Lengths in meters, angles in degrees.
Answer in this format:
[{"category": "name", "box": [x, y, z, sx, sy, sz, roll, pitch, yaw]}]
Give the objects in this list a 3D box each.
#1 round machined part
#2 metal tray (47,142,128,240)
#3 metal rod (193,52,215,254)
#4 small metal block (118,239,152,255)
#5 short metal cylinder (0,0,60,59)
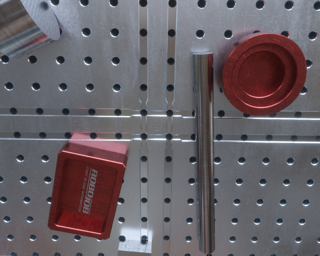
[{"category": "round machined part", "box": [0.122, -0.067, 0.380, 0.099, 0.042, 0.097, 0, 110, 0]}, {"category": "metal tray", "box": [-0.104, 0.092, 0.443, 0.091, 0.030, 0.129, 13, 110, -5]}, {"category": "metal rod", "box": [0.063, 0.048, 0.431, 0.025, 0.025, 0.298, -4, 110, 1]}, {"category": "small metal block", "box": [-0.041, 0.206, 0.489, 0.050, 0.025, 0.050, 6, 110, -3]}, {"category": "short metal cylinder", "box": [-0.155, -0.123, 0.337, 0.050, 0.080, 0.080, -23, 109, 8]}]
